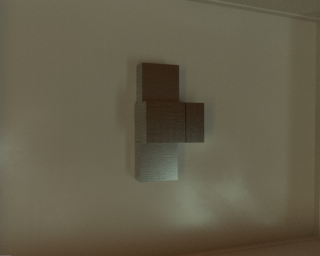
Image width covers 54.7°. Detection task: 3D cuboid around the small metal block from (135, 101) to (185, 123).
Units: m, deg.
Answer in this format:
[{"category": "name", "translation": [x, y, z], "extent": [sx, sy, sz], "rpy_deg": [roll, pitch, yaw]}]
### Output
[{"category": "small metal block", "translation": [-0.001, -0.019, 0.395], "extent": [0.050, 0.050, 0.025], "rpy_deg": [0, 90, -20]}]

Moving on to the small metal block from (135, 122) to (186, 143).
[{"category": "small metal block", "translation": [-0.001, 0.005, 0.395], "extent": [0.050, 0.050, 0.025], "rpy_deg": [0, 90, -20]}]

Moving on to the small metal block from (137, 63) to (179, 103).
[{"category": "small metal block", "translation": [-0.003, -0.057, 0.407], "extent": [0.050, 0.025, 0.050], "rpy_deg": [0, 90, -20]}]

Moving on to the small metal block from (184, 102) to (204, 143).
[{"category": "small metal block", "translation": [0.035, -0.007, 0.408], "extent": [0.025, 0.050, 0.050], "rpy_deg": [0, 90, -20]}]

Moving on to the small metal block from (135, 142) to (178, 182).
[{"category": "small metal block", "translation": [-0.005, 0.043, 0.407], "extent": [0.050, 0.025, 0.050], "rpy_deg": [0, 90, -20]}]
